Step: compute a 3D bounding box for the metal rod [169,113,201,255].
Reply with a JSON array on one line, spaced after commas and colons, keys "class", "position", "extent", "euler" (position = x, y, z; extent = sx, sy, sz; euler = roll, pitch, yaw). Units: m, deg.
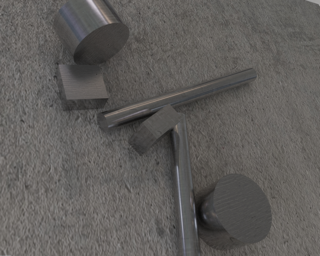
[{"class": "metal rod", "position": [0.031, 0.115, 0.349], "extent": [0.025, 0.025, 0.299], "euler": [11, 57, -23]}]

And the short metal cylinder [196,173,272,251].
[{"class": "short metal cylinder", "position": [0.085, 0.101, 0.372], "extent": [0.081, 0.050, 0.080], "euler": [14, 56, -21]}]

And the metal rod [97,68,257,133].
[{"class": "metal rod", "position": [0.046, -0.050, 0.458], "extent": [0.302, 0.025, 0.025], "euler": [-21, 73, -36]}]

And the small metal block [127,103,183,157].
[{"class": "small metal block", "position": [-0.007, 0.003, 0.382], "extent": [0.025, 0.050, 0.050], "euler": [48, 51, 5]}]

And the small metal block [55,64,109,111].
[{"class": "small metal block", "position": [-0.097, -0.050, 0.382], "extent": [0.050, 0.025, 0.050], "euler": [-6, 65, -31]}]

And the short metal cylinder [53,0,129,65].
[{"class": "short metal cylinder", "position": [-0.087, -0.124, 0.397], "extent": [0.081, 0.080, 0.050], "euler": [-26, 76, -37]}]
